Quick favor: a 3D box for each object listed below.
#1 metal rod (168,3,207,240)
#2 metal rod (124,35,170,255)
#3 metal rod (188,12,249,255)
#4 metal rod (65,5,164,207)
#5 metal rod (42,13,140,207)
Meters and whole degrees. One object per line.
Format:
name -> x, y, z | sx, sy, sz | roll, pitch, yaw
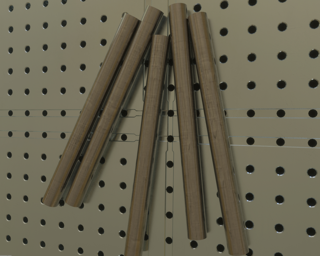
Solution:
metal rod -> 0.035, -0.009, 0.400 | 0.025, 0.025, 0.298 | -5, 88, 20
metal rod -> -0.017, 0.027, 0.419 | 0.025, 0.025, 0.298 | 9, 93, 20
metal rod -> 0.072, 0.004, 0.387 | 0.025, 0.025, 0.299 | -11, 86, 20
metal rod -> -0.067, -0.024, 0.437 | 0.025, 0.025, 0.299 | 27, 99, 18
metal rod -> -0.102, -0.019, 0.448 | 0.025, 0.025, 0.299 | 29, 99, 17
